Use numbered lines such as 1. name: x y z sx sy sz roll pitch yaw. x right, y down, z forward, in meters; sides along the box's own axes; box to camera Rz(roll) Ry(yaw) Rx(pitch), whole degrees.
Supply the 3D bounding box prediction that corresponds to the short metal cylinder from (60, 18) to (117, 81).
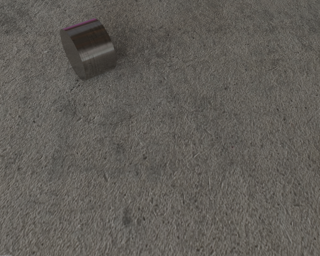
1. short metal cylinder: -0.108 -0.117 0.465 0.050 0.080 0.080 -28 56 -21
